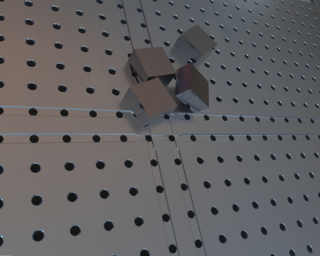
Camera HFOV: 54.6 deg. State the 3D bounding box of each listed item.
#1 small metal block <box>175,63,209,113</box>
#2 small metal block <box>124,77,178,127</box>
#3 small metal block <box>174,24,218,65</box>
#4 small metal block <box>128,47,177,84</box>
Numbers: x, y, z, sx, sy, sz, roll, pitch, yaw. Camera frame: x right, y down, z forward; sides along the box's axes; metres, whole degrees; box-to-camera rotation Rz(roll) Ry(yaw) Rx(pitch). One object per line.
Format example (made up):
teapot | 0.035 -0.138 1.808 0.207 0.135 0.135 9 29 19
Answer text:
small metal block | 0.048 -0.058 0.456 0.050 0.025 0.050 37 45 -40
small metal block | -0.013 -0.036 0.423 0.050 0.025 0.050 -25 75 -37
small metal block | 0.062 -0.142 0.528 0.050 0.025 0.050 46 51 3
small metal block | -0.011 -0.090 0.457 0.050 0.025 0.050 -14 69 -34
